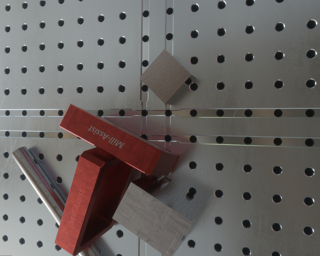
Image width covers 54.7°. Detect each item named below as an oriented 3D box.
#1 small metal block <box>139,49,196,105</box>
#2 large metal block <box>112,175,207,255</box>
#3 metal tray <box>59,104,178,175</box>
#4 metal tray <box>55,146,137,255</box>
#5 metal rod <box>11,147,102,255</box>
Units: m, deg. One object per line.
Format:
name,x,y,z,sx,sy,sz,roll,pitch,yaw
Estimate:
small metal block,0.010,-0.066,0.408,0.050,0.025,0.050,46,104,13
large metal block,0.003,0.102,0.382,0.080,0.080,0.050,30,100,17
metal tray,-0.049,0.017,0.392,0.130,0.090,0.030,26,89,17
metal tray,-0.077,0.085,0.394,0.030,0.090,0.129,25,107,19
metal rod,-0.128,0.150,0.456,0.025,0.025,0.300,-43,77,15
